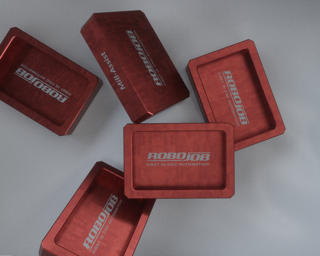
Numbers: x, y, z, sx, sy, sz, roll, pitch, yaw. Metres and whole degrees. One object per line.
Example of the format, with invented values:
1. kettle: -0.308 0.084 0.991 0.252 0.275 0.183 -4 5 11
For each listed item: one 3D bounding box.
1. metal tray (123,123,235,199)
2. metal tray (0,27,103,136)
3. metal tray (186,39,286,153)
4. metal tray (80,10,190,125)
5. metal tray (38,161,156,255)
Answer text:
1. metal tray: 0.023 0.039 0.379 0.131 0.030 0.089 -1 90 1
2. metal tray: -0.155 -0.059 0.406 0.130 0.030 0.090 32 90 -1
3. metal tray: 0.098 -0.040 0.410 0.090 0.030 0.129 -20 90 -1
4. metal tray: -0.026 -0.078 0.379 0.030 0.091 0.130 -30 90 42
5. metal tray: -0.065 0.109 0.364 0.090 0.130 0.030 28 131 0
